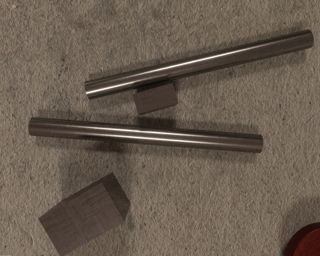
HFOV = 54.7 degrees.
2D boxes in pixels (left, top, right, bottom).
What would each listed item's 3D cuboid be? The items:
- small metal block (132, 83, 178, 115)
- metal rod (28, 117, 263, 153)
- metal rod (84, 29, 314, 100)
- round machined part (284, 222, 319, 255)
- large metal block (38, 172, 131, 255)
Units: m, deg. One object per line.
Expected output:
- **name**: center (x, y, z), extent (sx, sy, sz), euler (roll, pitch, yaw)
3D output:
- **small metal block**: center (-0.006, -0.036, 0.397), extent (0.050, 0.050, 0.025), euler (-16, 90, 0)
- **metal rod**: center (-0.017, 0.009, 0.409), extent (0.302, 0.025, 0.025), euler (4, 90, -1)
- **metal rod**: center (0.051, -0.084, 0.410), extent (0.302, 0.025, 0.025), euler (-13, 90, -1)
- **round machined part**: center (0.211, 0.171, 0.404), extent (0.099, 0.042, 0.097), euler (0, 90, -1)
- **large metal block**: center (-0.087, 0.101, 0.381), extent (0.080, 0.080, 0.050), euler (-29, 90, 0)
